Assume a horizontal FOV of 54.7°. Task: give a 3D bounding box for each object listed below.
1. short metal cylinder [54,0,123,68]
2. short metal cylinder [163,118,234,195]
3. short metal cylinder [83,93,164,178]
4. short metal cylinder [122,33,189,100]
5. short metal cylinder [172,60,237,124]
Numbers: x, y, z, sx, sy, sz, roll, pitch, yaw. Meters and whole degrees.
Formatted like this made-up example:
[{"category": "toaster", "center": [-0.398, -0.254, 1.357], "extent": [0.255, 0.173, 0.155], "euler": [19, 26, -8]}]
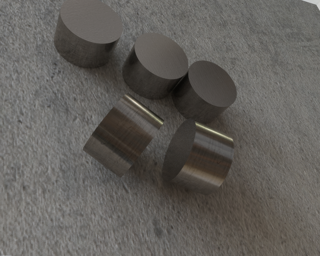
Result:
[{"category": "short metal cylinder", "center": [-0.096, -0.127, 0.415], "extent": [0.081, 0.050, 0.080], "euler": [14, 56, -21]}, {"category": "short metal cylinder", "center": [0.044, 0.034, 0.373], "extent": [0.050, 0.080, 0.080], "euler": [23, 53, -15]}, {"category": "short metal cylinder", "center": [-0.040, 0.008, 0.344], "extent": [0.050, 0.080, 0.080], "euler": [38, 51, -4]}, {"category": "short metal cylinder", "center": [-0.007, -0.087, 0.439], "extent": [0.081, 0.050, 0.080], "euler": [14, 56, -21]}, {"category": "short metal cylinder", "center": [0.065, -0.052, 0.456], "extent": [0.081, 0.050, 0.080], "euler": [14, 56, -21]}]
